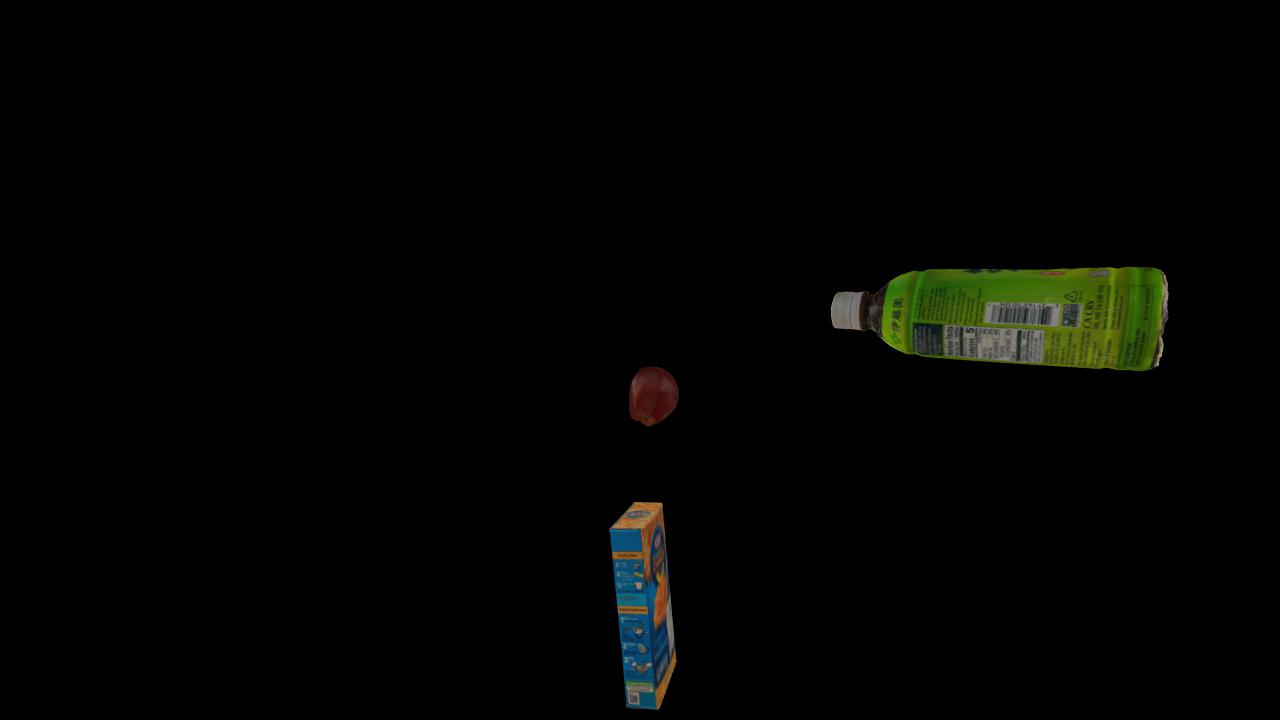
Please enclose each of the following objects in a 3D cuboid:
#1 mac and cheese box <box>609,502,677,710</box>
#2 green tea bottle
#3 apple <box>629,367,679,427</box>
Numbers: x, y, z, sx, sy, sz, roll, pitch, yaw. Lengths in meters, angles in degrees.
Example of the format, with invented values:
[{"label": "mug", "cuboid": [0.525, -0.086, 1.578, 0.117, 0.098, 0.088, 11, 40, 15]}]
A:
[{"label": "mac and cheese box", "cuboid": [0.006, 0.254, 0.653, 0.041, 0.184, 0.093, -4, 3, 17]}, {"label": "green tea bottle", "cuboid": [0.251, -0.034, 0.458, 0.212, 0.073, 0.073, 6, 3, 32]}, {"label": "apple", "cuboid": [0.021, 0.056, 0.966, 0.079, 0.093, 0.079, 11, -39, 9]}]
